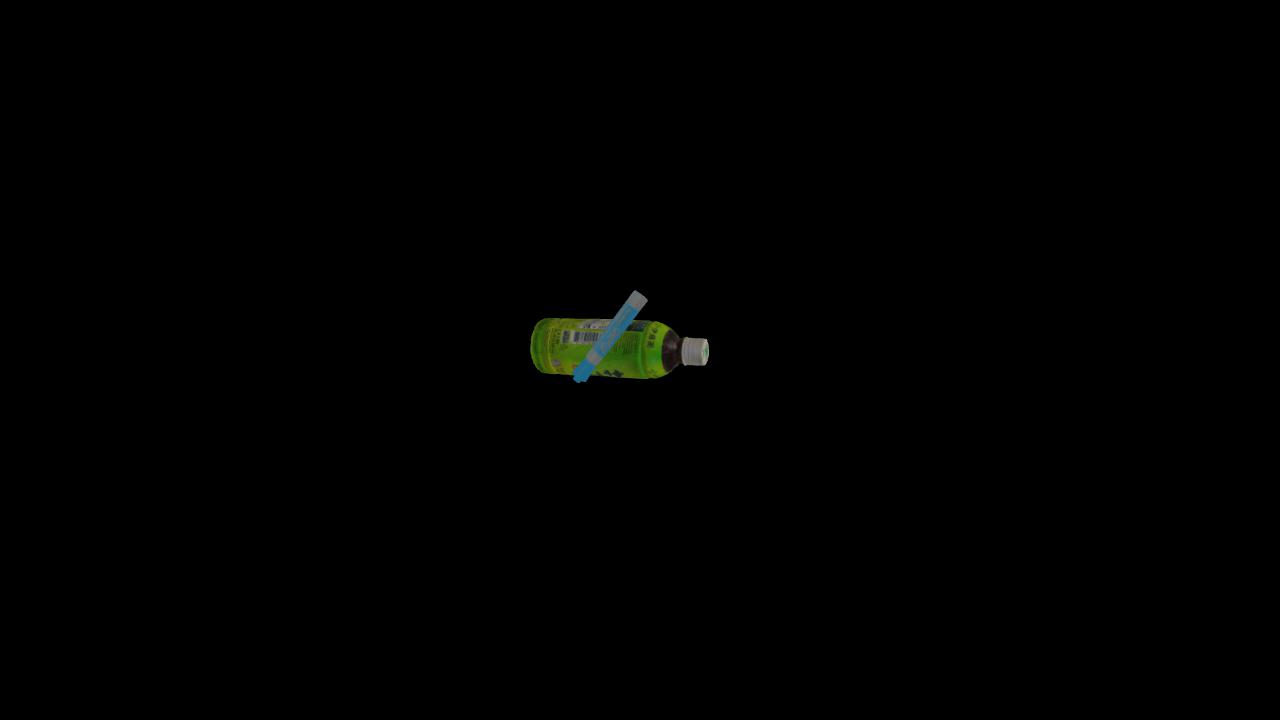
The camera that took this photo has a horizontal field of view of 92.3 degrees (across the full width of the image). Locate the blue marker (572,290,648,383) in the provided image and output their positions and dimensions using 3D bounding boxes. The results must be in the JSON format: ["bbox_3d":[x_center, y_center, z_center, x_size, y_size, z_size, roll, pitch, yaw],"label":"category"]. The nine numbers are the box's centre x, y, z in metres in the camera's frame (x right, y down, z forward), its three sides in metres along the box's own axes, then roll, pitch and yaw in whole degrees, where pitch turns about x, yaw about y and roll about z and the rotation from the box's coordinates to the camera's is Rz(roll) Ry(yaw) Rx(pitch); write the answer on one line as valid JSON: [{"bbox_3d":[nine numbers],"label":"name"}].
[{"bbox_3d":[-0.035,-0.023,0.675,0.020,0.121,0.020,36,11,-8],"label":"blue marker"}]

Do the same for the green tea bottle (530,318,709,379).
[{"bbox_3d":[-0.024,-0.014,0.726,0.212,0.073,0.073,3,1,23],"label":"green tea bottle"}]
